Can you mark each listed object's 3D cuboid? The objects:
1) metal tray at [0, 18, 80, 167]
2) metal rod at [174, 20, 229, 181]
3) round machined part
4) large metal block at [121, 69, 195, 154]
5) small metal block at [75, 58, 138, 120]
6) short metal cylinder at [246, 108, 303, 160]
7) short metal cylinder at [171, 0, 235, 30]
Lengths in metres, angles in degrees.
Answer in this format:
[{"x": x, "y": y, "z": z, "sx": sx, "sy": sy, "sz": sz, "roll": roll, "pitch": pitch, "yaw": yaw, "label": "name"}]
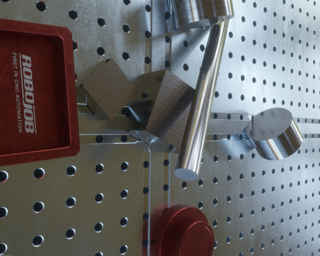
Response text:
[{"x": -0.129, "y": -0.033, "z": 0.297, "sx": 0.091, "sy": 0.030, "sz": 0.129, "roll": -6, "pitch": 94, "yaw": -40, "label": "metal tray"}, {"x": 0.063, "y": -0.067, "z": 0.406, "sx": 0.025, "sy": 0.025, "sz": 0.300, "roll": 44, "pitch": 46, "yaw": -31, "label": "metal rod"}, {"x": 0.038, "y": 0.159, "z": 0.430, "sx": 0.099, "sy": 0.042, "sz": 0.097, "roll": 0, "pitch": 90, "yaw": -40, "label": "round machined part"}, {"x": 0.008, "y": -0.018, "z": 0.399, "sx": 0.080, "sy": 0.050, "sz": 0.080, "roll": 30, "pitch": 72, "yaw": -36, "label": "large metal block"}, {"x": -0.062, "y": -0.044, "z": 0.357, "sx": 0.050, "sy": 0.025, "sz": 0.050, "roll": -52, "pitch": 121, "yaw": -27, "label": "small metal block"}, {"x": 0.199, "y": 0.010, "z": 0.540, "sx": 0.050, "sy": 0.080, "sz": 0.080, "roll": 52, "pitch": 60, "yaw": -28, "label": "short metal cylinder"}, {"x": 0.057, "y": -0.168, "z": 0.420, "sx": 0.081, "sy": 0.080, "sz": 0.050, "roll": -20, "pitch": 103, "yaw": -38, "label": "short metal cylinder"}]
